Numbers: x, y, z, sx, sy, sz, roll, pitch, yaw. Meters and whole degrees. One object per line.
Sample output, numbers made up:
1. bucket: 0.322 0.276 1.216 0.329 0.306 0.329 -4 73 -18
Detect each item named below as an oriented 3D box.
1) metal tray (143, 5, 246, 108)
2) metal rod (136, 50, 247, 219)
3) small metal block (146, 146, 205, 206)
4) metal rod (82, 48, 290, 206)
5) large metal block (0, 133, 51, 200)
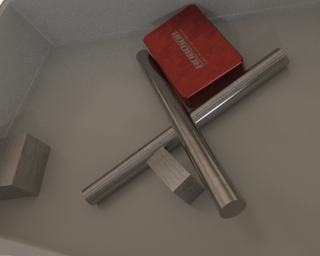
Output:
1. metal tray: 0.044 -0.102 0.429 0.090 0.030 0.130 -34 60 6
2. metal rod: 0.019 -0.021 0.376 0.025 0.025 0.300 -33 42 6
3. small metal block: 0.018 0.054 0.346 0.025 0.050 0.050 -45 51 -3
4. metal rod: 0.029 0.001 0.388 0.300 0.025 0.025 -36 51 3
5. large metal block: -0.222 0.060 0.467 0.080 0.050 0.080 -11 57 22
